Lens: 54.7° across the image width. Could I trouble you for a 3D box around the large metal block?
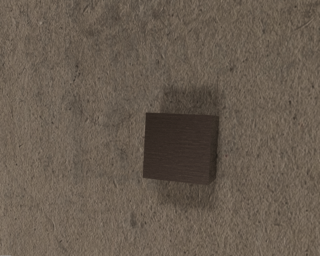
[{"bbox_3d":[0.027,0.023,0.385,0.080,0.050,0.079,3,91,19],"label":"large metal block"}]
